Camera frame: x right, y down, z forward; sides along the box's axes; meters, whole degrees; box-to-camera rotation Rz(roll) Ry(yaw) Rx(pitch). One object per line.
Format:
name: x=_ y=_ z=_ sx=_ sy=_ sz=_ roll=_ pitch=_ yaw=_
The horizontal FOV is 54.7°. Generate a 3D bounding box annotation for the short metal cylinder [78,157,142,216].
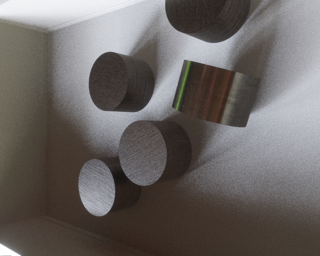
short metal cylinder: x=-0.074 y=0.083 z=0.452 sx=0.080 sy=0.050 sz=0.080 roll=0 pitch=90 yaw=40

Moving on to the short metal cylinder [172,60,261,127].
short metal cylinder: x=0.058 y=-0.037 z=0.323 sx=0.080 sy=0.081 sz=0.050 roll=24 pitch=105 yaw=37

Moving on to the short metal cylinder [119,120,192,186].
short metal cylinder: x=-0.007 y=0.030 z=0.396 sx=0.080 sy=0.050 sz=0.080 roll=0 pitch=90 yaw=40

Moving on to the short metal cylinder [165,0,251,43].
short metal cylinder: x=0.053 y=-0.141 z=0.347 sx=0.080 sy=0.050 sz=0.080 roll=0 pitch=90 yaw=40

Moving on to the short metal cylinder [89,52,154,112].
short metal cylinder: x=-0.055 y=-0.063 z=0.436 sx=0.080 sy=0.050 sz=0.080 roll=0 pitch=90 yaw=40
